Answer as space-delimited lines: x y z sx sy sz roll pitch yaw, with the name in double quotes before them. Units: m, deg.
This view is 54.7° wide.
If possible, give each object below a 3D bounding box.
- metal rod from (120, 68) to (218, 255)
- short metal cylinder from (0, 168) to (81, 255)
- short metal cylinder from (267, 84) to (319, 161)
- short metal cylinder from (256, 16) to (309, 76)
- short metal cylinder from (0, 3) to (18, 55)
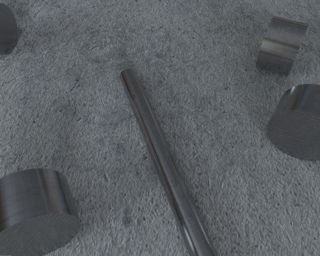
"metal rod" 0.000 0.028 0.378 0.025 0.025 0.300 -15 52 -12
"short metal cylinder" -0.123 0.084 0.296 0.081 0.080 0.050 -19 53 -16
"short metal cylinder" 0.178 -0.006 0.374 0.080 0.080 0.050 25 54 19
"short metal cylinder" 0.186 -0.124 0.473 0.050 0.080 0.080 22 53 17
"short metal cylinder" -0.276 -0.161 0.500 0.050 0.080 0.080 5 50 4
